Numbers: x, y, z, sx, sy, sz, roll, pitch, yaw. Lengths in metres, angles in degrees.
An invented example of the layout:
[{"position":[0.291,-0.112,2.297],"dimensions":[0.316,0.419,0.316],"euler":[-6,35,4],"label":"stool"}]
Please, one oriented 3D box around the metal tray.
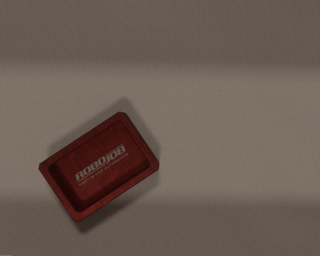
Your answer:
[{"position":[-0.078,0.049,0.407],"dimensions":[0.130,0.030,0.090],"euler":[-34,90,-1],"label":"metal tray"}]
